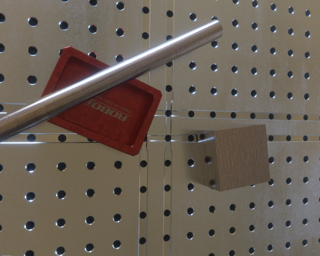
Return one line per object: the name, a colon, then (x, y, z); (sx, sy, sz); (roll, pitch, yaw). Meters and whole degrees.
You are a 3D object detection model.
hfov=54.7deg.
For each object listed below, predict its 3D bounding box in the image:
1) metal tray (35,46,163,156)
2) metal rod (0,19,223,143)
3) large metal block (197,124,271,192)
metal tray: (-0.073, -0.030, 0.382); (0.131, 0.030, 0.090); (25, 82, -19)
metal rod: (-0.051, -0.061, 0.361); (0.302, 0.025, 0.025); (-29, 100, -18)
large metal block: (0.103, 0.039, 0.437); (0.081, 0.050, 0.080); (-7, 92, -20)
